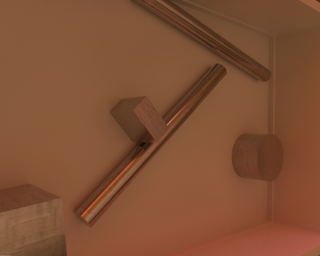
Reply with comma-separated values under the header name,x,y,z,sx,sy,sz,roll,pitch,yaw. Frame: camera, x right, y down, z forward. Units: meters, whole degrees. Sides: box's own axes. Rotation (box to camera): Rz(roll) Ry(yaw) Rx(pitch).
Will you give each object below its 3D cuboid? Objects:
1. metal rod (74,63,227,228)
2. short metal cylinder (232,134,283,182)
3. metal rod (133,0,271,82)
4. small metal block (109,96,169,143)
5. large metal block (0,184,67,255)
name,x,y,z,sx,sy,sz,roll,pitch,yaw
metal rod,0.005,0.005,0.412,0.301,0.025,0.025,-47,119,-30
short metal cylinder,0.170,0.050,0.536,0.081,0.050,0.079,0,90,-40
metal rod,0.083,-0.134,0.478,0.302,0.025,0.025,18,78,-39
small metal block,-0.025,-0.009,0.371,0.025,0.050,0.050,-50,120,-28
large metal block,-0.123,0.099,0.269,0.050,0.080,0.079,-7,95,-40
